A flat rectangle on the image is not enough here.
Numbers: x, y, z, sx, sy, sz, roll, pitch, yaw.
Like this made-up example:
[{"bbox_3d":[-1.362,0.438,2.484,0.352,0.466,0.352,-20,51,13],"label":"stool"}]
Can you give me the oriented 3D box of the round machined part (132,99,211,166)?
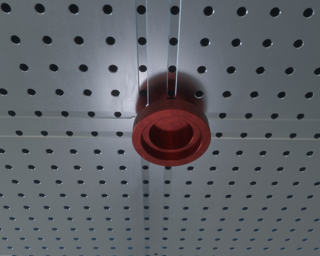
[{"bbox_3d":[0.014,0.002,0.402,0.099,0.042,0.097,0,130,0],"label":"round machined part"}]
